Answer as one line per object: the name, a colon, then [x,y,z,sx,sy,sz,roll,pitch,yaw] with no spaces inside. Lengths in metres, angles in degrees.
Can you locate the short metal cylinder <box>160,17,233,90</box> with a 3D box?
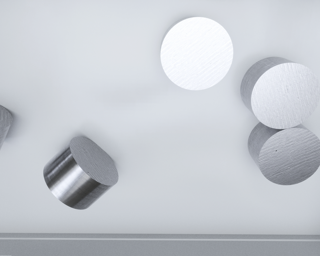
short metal cylinder: [0.041,-0.089,0.366,0.081,0.050,0.079,0,110,-1]

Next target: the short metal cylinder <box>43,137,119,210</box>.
short metal cylinder: [-0.101,0.058,0.402,0.050,0.080,0.080,-42,105,14]

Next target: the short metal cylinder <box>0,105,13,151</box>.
short metal cylinder: [-0.231,-0.001,0.379,0.080,0.080,0.050,27,108,-10]

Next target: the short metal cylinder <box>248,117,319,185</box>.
short metal cylinder: [0.164,0.028,0.411,0.081,0.050,0.079,0,110,-1]

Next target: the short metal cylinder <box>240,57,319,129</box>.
short metal cylinder: [0.146,-0.045,0.384,0.081,0.050,0.079,0,110,-1]
